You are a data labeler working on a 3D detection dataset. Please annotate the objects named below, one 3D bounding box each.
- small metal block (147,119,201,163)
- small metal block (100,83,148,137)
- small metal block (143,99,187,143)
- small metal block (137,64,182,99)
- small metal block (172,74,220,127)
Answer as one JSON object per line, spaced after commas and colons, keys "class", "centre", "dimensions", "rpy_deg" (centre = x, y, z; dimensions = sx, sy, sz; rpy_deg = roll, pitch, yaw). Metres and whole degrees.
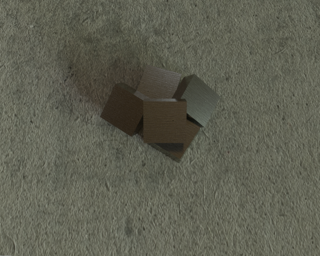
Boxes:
{"class": "small metal block", "centre": [0.017, 0.010, 0.406], "dimensions": [0.050, 0.025, 0.050], "rpy_deg": [31, 73, 10]}
{"class": "small metal block", "centre": [-0.042, -0.025, 0.406], "dimensions": [0.050, 0.025, 0.050], "rpy_deg": [32, 109, 9]}
{"class": "small metal block", "centre": [0.006, -0.009, 0.374], "dimensions": [0.050, 0.025, 0.050], "rpy_deg": [0, 103, 0]}
{"class": "small metal block", "centre": [-0.002, -0.055, 0.430], "dimensions": [0.050, 0.025, 0.050], "rpy_deg": [16, 71, 5]}
{"class": "small metal block", "centre": [0.045, -0.035, 0.411], "dimensions": [0.050, 0.025, 0.050], "rpy_deg": [37, 71, -23]}
